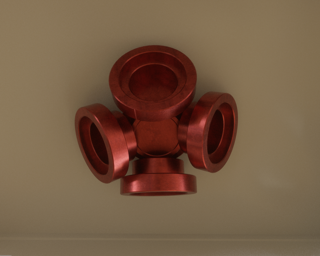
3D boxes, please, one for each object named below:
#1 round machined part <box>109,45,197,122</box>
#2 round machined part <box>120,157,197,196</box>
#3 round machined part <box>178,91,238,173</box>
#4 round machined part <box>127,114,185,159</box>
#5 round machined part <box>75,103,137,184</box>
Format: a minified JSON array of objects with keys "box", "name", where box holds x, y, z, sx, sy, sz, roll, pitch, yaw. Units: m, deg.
[{"box":[-0.007,-0.047,0.363,0.099,0.098,0.042,-3,148,1],"name":"round machined part"},{"box":[-0.002,0.065,0.404,0.099,0.098,0.042,-1,74,0],"name":"round machined part"},{"box":[0.057,0.003,0.383,0.042,0.099,0.097,12,115,34],"name":"round machined part"},{"box":[-0.004,0.002,0.401,0.099,0.042,0.097,0,110,-1],"name":"round machined part"},{"box":[-0.065,0.016,0.386,0.042,0.098,0.097,-21,114,-33],"name":"round machined part"}]
